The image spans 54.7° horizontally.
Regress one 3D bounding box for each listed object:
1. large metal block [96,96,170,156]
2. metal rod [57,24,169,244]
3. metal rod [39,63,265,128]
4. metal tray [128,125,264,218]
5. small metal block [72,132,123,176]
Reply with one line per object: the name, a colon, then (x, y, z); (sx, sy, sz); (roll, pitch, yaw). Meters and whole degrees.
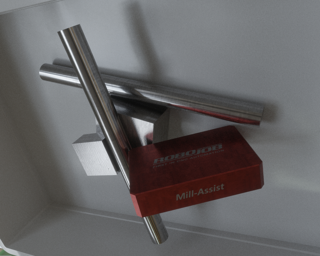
large metal block: (-0.036, 0.005, 0.412); (0.080, 0.050, 0.079); (17, 125, 18)
metal rod: (-0.048, 0.024, 0.381); (0.025, 0.025, 0.298); (-7, 115, 31)
metal rod: (-0.025, -0.046, 0.391); (0.301, 0.025, 0.025); (14, 124, 20)
metal tray: (0.033, 0.042, 0.338); (0.131, 0.090, 0.030); (-13, 116, -1)
small metal block: (-0.078, 0.034, 0.403); (0.050, 0.025, 0.050); (-7, 115, 30)
